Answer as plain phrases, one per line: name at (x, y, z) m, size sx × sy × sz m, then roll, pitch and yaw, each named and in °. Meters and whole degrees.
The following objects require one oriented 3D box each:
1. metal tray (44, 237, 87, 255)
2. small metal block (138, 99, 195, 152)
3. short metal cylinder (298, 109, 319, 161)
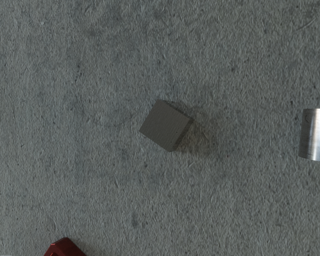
metal tray at (-0.124, 0.237, 0.449) m, size 0.130 × 0.030 × 0.090 m, roll 37°, pitch 102°, yaw 16°
small metal block at (0.009, -0.004, 0.406) m, size 0.050 × 0.025 × 0.050 m, roll 34°, pitch 101°, yaw 16°
short metal cylinder at (0.186, 0.009, 0.314) m, size 0.080 × 0.080 × 0.050 m, roll 6°, pitch 92°, yaw 20°
